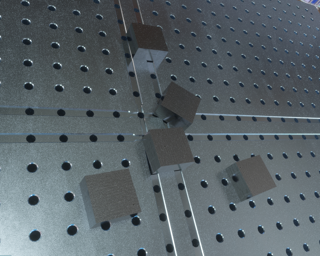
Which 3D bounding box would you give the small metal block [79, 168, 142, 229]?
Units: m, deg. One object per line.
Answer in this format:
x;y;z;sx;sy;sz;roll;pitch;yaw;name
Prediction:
-0.054;0.075;0.334;0.050;0.025;0.050;-6;65;-31;small metal block

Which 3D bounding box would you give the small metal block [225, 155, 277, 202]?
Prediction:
0.128;0.070;0.437;0.050;0.025;0.050;-11;67;-33;small metal block

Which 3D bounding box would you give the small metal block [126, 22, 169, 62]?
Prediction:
-0.020;-0.132;0.480;0.050;0.025;0.050;-1;62;-29;small metal block

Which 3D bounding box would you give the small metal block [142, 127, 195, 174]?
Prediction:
0.010;0.028;0.398;0.050;0.025;0.050;-4;64;-30;small metal block

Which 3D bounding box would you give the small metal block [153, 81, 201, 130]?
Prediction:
0.025;-0.031;0.442;0.050;0.025;0.050;30;52;-9;small metal block
